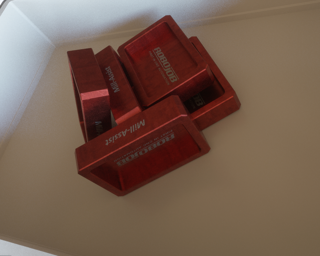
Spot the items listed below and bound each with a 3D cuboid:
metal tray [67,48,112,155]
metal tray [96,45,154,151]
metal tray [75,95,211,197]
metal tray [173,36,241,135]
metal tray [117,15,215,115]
[{"bbox_3d":[-0.087,-0.023,0.396,0.030,0.129,0.090,-13,50,-17],"label":"metal tray"},{"bbox_3d":[-0.038,-0.037,0.402,0.030,0.090,0.130,-32,52,7],"label":"metal tray"},{"bbox_3d":[-0.017,0.026,0.354,0.130,0.090,0.030,-29,52,10],"label":"metal tray"},{"bbox_3d":[0.037,-0.057,0.416,0.090,0.030,0.130,-31,51,10],"label":"metal tray"},{"bbox_3d":[0.003,-0.085,0.411,0.090,0.030,0.130,-32,51,7],"label":"metal tray"}]
